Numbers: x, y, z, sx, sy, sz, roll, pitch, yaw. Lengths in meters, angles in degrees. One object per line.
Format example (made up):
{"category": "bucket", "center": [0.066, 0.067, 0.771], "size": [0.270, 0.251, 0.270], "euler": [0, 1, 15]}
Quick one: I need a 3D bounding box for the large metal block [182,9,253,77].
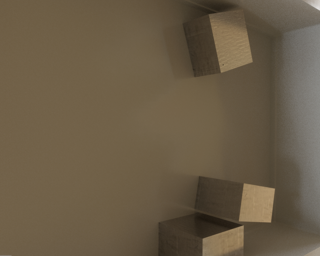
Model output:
{"category": "large metal block", "center": [0.088, -0.127, 0.463], "size": [0.081, 0.050, 0.080], "euler": [-24, 105, -37]}

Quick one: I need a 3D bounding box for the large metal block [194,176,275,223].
{"category": "large metal block", "center": [0.112, 0.106, 0.465], "size": [0.081, 0.080, 0.050], "euler": [16, 80, -39]}

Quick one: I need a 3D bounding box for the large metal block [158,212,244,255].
{"category": "large metal block", "center": [0.055, 0.154, 0.417], "size": [0.081, 0.080, 0.050], "euler": [1, 90, -40]}
